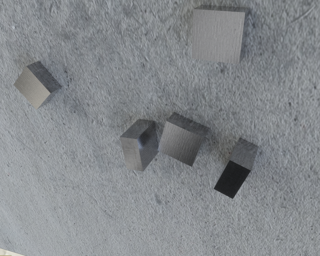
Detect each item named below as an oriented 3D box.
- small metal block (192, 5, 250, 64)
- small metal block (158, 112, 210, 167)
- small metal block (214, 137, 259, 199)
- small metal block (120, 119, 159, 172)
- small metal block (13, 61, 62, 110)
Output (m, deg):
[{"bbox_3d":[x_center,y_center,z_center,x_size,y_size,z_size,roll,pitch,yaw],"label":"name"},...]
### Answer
[{"bbox_3d":[0.061,-0.096,0.315,0.050,0.025,0.050,12,124,21],"label":"small metal block"},{"bbox_3d":[0.030,0.015,0.400,0.050,0.025,0.050,25,127,12],"label":"small metal block"},{"bbox_3d":[0.092,0.048,0.372,0.025,0.050,0.050,27,128,11],"label":"small metal block"},{"bbox_3d":[-0.026,0.022,0.418,0.025,0.050,0.050,6,121,25],"label":"small metal block"},{"bbox_3d":[-0.184,-0.063,0.464,0.050,0.025,0.050,-34,100,38],"label":"small metal block"}]
